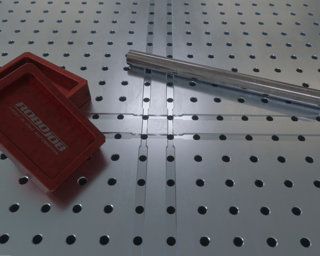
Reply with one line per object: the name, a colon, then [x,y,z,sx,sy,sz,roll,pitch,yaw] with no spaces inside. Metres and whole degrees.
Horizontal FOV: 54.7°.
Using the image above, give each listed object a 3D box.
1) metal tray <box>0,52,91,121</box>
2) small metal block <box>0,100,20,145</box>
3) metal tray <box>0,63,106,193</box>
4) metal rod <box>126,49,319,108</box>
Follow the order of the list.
metal tray: [-0.179,-0.056,0.449,0.130,0.030,0.090,27,55,21]
small metal block: [-0.196,-0.002,0.392,0.025,0.050,0.050,-29,56,-22]
metal tray: [-0.141,-0.001,0.360,0.130,0.030,0.090,46,58,-7]
metal rod: [0.093,-0.077,0.472,0.301,0.025,0.025,15,52,12]
